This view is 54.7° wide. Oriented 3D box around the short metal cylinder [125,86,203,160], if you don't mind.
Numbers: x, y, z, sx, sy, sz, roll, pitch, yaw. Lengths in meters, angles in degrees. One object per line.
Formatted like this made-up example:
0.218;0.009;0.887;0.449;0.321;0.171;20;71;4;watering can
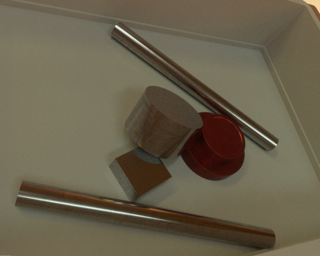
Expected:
0.005;-0.007;0.379;0.080;0.050;0.080;27;26;-15;short metal cylinder

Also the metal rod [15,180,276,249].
0.002;0.102;0.345;0.302;0.025;0.025;16;55;-19;metal rod

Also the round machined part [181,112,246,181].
0.077;0.019;0.427;0.099;0.042;0.098;14;56;-21;round machined part

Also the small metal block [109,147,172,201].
-0.023;0.051;0.363;0.050;0.025;0.050;-25;76;-37;small metal block

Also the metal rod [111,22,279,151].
0.056;-0.061;0.474;0.301;0.025;0.025;36;51;-5;metal rod
